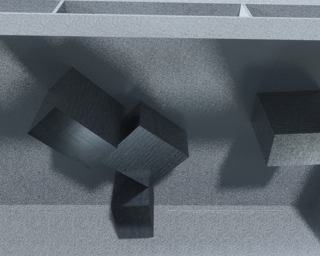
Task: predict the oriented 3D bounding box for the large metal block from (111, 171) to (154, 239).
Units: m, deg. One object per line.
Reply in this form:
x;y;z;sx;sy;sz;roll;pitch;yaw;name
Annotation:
-0.037;0.107;0.464;0.050;0.080;0.079;-3;130;2;large metal block

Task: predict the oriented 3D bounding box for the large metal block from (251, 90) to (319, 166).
0.163;-0.002;0.374;0.081;0.080;0.050;-2;130;1;large metal block

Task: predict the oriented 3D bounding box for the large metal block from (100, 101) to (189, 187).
-0.020;0.024;0.413;0.080;0.050;0.080;34;122;-26;large metal block

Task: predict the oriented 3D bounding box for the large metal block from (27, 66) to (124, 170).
-0.093;-0.011;0.362;0.050;0.080;0.080;-36;122;26;large metal block
